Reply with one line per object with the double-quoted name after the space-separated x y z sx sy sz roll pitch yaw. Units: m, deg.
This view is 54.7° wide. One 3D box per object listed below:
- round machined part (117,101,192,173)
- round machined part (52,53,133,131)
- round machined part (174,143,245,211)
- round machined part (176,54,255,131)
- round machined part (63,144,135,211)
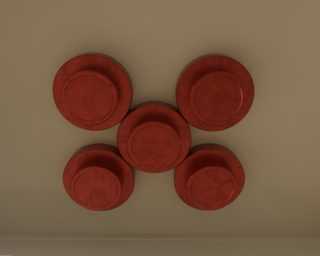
-0.008 0.017 0.406 0.099 0.042 0.097 0 110 -1 "round machined part"
-0.084 -0.042 0.384 0.099 0.042 0.097 0 110 -1 "round machined part"
0.069 0.074 0.429 0.099 0.042 0.097 0 110 -1 "round machined part"
0.069 -0.041 0.387 0.099 0.042 0.097 0 110 -1 "round machined part"
-0.085 0.074 0.427 0.099 0.042 0.097 0 110 -1 "round machined part"
